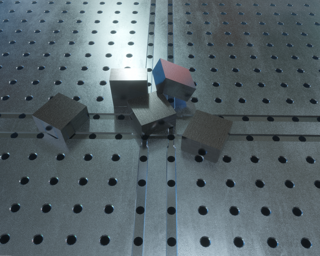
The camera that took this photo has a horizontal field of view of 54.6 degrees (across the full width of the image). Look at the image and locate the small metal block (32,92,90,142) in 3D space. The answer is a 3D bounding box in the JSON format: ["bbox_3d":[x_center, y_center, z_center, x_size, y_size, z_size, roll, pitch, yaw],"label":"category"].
[{"bbox_3d":[-0.133,-0.015,0.420,0.050,0.025,0.050,25,54,19],"label":"small metal block"}]

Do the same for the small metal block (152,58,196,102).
[{"bbox_3d":[0.020,-0.070,0.450,0.050,0.025,0.050,16,38,-25],"label":"small metal block"}]

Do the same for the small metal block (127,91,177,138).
[{"bbox_3d":[-0.012,-0.021,0.425,0.050,0.025,0.050,-20,53,-16],"label":"small metal block"}]

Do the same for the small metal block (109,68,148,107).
[{"bbox_3d":[-0.042,-0.057,0.439,0.050,0.050,0.025,-1,50,0],"label":"small metal block"}]

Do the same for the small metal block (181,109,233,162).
[{"bbox_3d":[0.061,0.009,0.401,0.050,0.025,0.050,20,53,16],"label":"small metal block"}]
